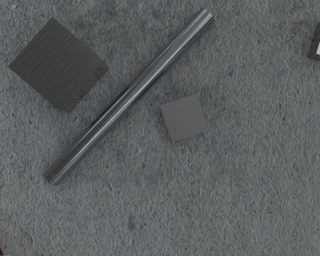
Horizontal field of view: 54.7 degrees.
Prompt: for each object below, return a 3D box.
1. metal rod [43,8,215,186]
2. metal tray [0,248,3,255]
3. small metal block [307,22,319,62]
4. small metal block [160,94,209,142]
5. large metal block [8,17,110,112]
[{"bbox_3d":[-0.040,-0.041,0.409,0.025,0.025,0.300,44,90,-1],"label":"metal rod"},{"bbox_3d":[-0.264,0.214,0.404,0.131,0.030,0.090,-25,90,-1],"label":"metal tray"},{"bbox_3d":[0.233,-0.113,0.413,0.050,0.025,0.050,17,90,-1],"label":"small metal block"},{"bbox_3d":[0.031,-0.013,0.410,0.050,0.025,0.050,-18,90,-1],"label":"small metal block"},{"bbox_3d":[-0.125,-0.078,0.396,0.080,0.050,0.080,41,90,-1],"label":"large metal block"}]
